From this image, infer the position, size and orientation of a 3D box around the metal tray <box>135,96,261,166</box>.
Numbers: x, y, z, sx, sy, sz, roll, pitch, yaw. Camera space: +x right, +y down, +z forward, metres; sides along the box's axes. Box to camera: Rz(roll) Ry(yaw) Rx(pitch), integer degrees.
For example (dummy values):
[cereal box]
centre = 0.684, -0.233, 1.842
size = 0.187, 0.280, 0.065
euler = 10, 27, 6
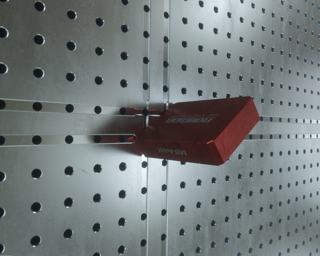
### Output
[metal tray]
centre = 0.042, 0.001, 0.378
size = 0.090, 0.130, 0.030
euler = -42, 116, -32
